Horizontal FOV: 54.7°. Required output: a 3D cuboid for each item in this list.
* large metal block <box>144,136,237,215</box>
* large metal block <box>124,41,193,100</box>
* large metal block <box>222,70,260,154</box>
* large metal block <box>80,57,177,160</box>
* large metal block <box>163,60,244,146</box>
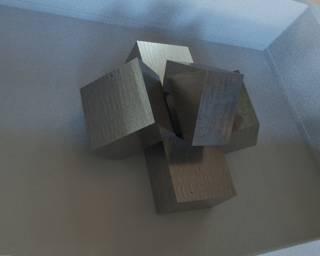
[{"bbox_3d":[0.035,0.054,0.374,0.081,0.050,0.080,1,62,-28],"label":"large metal block"},{"bbox_3d":[0.004,-0.069,0.429,0.081,0.050,0.080,-2,63,-29],"label":"large metal block"},{"bbox_3d":[0.095,-0.018,0.422,0.050,0.080,0.080,-16,65,7],"label":"large metal block"},{"bbox_3d":[-0.037,-0.019,0.350,0.050,0.080,0.080,30,40,-58],"label":"large metal block"},{"bbox_3d":[0.043,-0.031,0.359,0.050,0.079,0.080,0,18,-30],"label":"large metal block"}]
